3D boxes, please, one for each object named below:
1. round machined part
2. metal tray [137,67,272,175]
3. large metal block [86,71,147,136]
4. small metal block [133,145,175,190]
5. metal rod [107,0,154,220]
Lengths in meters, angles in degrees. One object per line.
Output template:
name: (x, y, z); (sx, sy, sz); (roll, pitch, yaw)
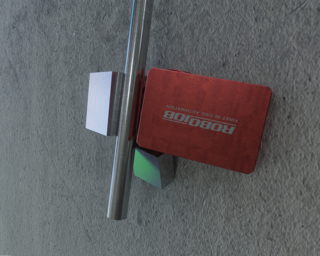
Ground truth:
round machined part: (0.010, -0.025, 0.387); (0.098, 0.042, 0.097); (0, 90, 40)
metal tray: (0.046, -0.011, 0.337); (0.130, 0.030, 0.089); (13, 100, 18)
large metal block: (-0.062, -0.034, 0.427); (0.080, 0.050, 0.079); (13, 99, 57)
small metal block: (-0.010, 0.044, 0.402); (0.050, 0.025, 0.050); (20, 129, 38)
metal rod: (-0.035, -0.036, 0.381); (0.025, 0.025, 0.298); (10, 94, 39)
